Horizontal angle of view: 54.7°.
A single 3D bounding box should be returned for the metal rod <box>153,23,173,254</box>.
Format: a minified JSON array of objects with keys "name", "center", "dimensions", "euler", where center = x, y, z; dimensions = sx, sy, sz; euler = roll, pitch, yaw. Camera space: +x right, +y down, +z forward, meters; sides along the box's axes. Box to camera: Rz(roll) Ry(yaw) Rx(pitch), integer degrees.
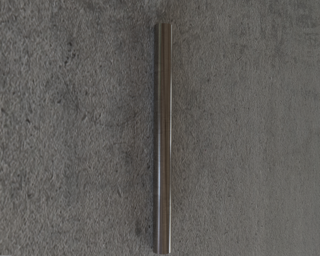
[{"name":"metal rod","center":[0.004,0.014,0.411],"dimensions":[0.025,0.025,0.298],"euler":[0,90,-40]}]
